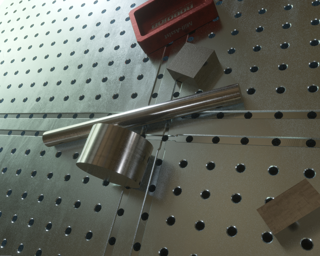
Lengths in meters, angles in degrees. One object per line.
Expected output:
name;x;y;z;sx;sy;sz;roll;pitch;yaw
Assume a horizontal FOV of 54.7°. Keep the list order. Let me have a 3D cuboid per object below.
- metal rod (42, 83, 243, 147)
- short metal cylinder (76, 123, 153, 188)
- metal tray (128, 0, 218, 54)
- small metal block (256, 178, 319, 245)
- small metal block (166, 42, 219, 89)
metal rod;-0.038;-0.013;0.434;0.301;0.025;0.025;-12;57;20
short metal cylinder;-0.054;0.035;0.378;0.080;0.080;0.050;6;65;30
metal tray;0.018;-0.187;0.508;0.130;0.030;0.090;-25;53;12
small metal block;0.121;0.078;0.281;0.050;0.050;0.025;-35;52;5
small metal block;0.046;-0.089;0.438;0.050;0.025;0.050;29;77;37
